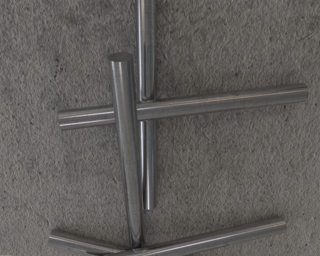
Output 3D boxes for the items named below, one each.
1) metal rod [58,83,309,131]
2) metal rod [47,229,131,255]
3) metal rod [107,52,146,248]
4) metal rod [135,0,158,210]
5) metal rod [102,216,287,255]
[{"bbox_3d":[0.033,-0.027,0.379,0.302,0.025,0.025,-7,110,-6],"label":"metal rod"},{"bbox_3d":[-0.022,0.207,0.485,0.302,0.025,0.025,16,109,-6],"label":"metal rod"},{"bbox_3d":[-0.037,0.052,0.388,0.025,0.025,0.298,-1,125,0],"label":"metal rod"},{"bbox_3d":[-0.016,-0.028,0.398,0.025,0.025,0.298,0,110,0],"label":"metal rod"},{"bbox_3d":[0.037,0.175,0.458,0.302,0.025,0.025,-12,110,-2],"label":"metal rod"}]
